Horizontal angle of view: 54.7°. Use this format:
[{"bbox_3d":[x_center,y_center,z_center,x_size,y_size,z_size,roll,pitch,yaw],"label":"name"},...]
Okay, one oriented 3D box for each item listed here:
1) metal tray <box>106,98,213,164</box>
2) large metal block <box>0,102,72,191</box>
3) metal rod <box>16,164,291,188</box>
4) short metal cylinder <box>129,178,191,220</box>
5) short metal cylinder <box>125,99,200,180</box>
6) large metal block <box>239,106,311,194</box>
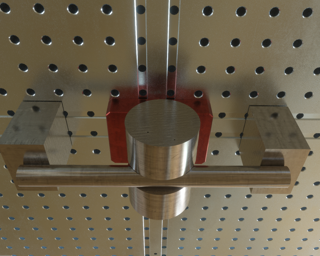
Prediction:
[{"bbox_3d":[-0.001,0.006,0.413,0.131,0.030,0.089,1,130,-1],"label":"metal tray"},{"bbox_3d":[-0.152,0.022,0.391,0.050,0.080,0.079,1,130,-1],"label":"large metal block"},{"bbox_3d":[-0.006,0.055,0.352,0.302,0.025,0.025,0,130,-1],"label":"metal rod"},{"bbox_3d":[0.000,0.068,0.394,0.081,0.080,0.050,1,130,-1],"label":"short metal cylinder"},{"bbox_3d":[0.002,0.011,0.346,0.081,0.080,0.050,1,130,-1],"label":"short metal cylinder"},{"bbox_3d":[0.141,0.028,0.399,0.050,0.080,0.079,1,130,-1],"label":"large metal block"}]
